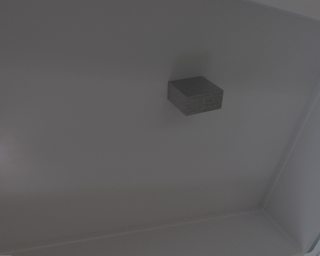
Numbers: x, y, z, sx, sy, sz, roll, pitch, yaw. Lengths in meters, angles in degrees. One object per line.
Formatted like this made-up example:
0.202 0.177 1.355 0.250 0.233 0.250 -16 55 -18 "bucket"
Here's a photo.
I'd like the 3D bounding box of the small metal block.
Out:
0.043 -0.042 0.390 0.050 0.050 0.025 -12 124 -22 "small metal block"
